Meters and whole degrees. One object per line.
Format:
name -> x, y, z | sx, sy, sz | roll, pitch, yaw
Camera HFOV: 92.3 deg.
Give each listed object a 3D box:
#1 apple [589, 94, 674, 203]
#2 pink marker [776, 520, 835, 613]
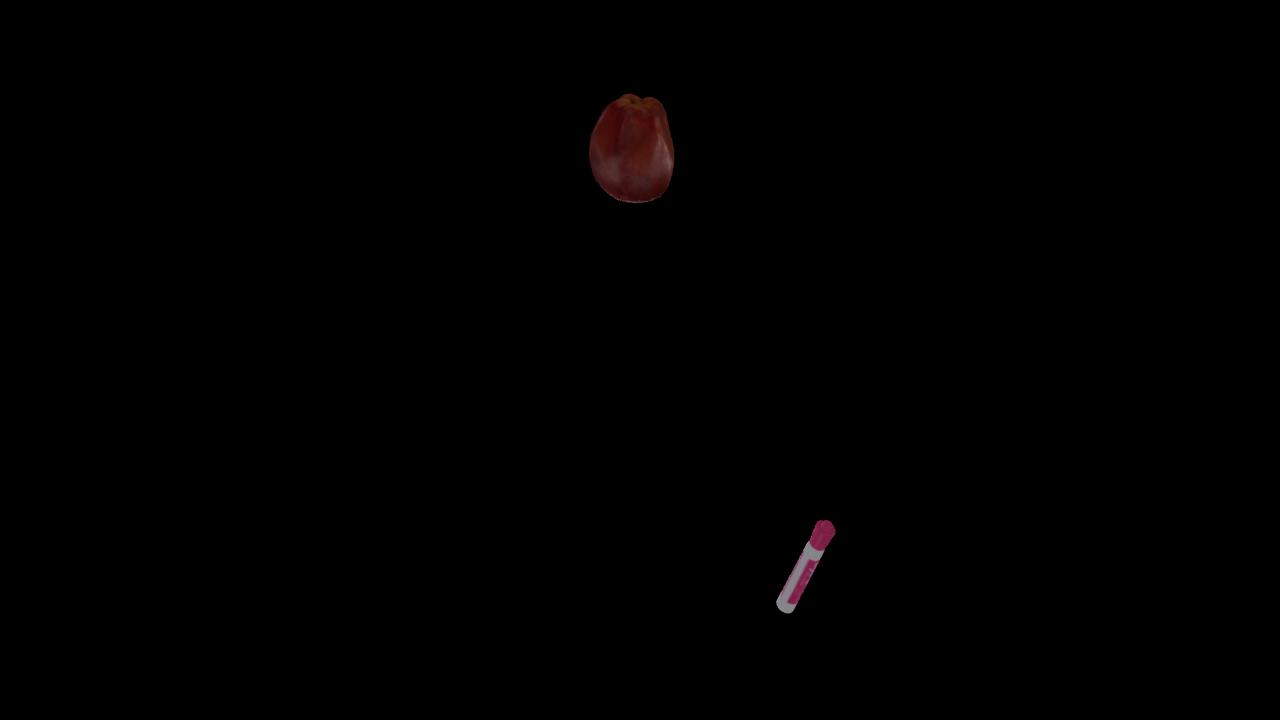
apple -> -0.007, -0.189, 0.560 | 0.079, 0.093, 0.079 | 0, 44, 0
pink marker -> 0.161, 0.201, 0.597 | 0.020, 0.121, 0.020 | 11, 31, -6
